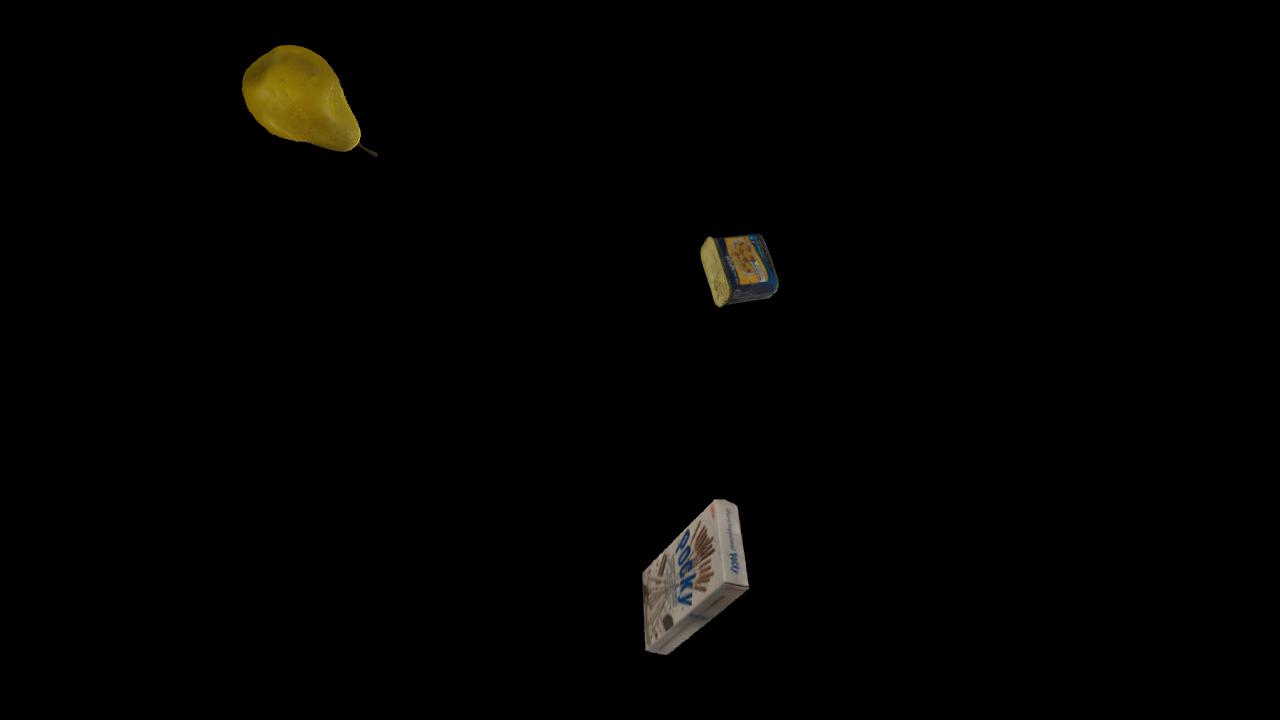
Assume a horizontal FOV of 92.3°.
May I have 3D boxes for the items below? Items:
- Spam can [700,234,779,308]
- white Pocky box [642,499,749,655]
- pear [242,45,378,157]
[{"bbox_3d":[0.147,-0.135,0.911,0.085,0.101,0.058,-10,-16,-18],"label":"Spam can"},{"bbox_3d":[0.047,0.207,0.579,0.028,0.084,0.154,18,-50,-18],"label":"white Pocky box"},{"bbox_3d":[-0.291,-0.221,0.553,0.080,0.080,0.111,0,-30,28],"label":"pear"}]
